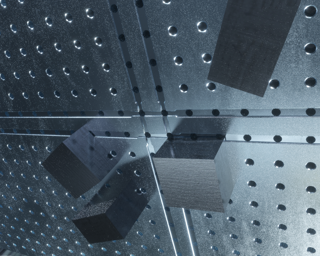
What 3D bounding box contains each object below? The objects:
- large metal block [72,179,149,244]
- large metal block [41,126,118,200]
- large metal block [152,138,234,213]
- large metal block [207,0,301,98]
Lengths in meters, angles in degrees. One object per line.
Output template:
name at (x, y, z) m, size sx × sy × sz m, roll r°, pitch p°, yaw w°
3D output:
large metal block at (-0.079, 0.134, 0.498) m, size 0.080 × 0.080 × 0.050 m, roll -22°, pitch 107°, yaw 36°
large metal block at (-0.129, 0.057, 0.496) m, size 0.080 × 0.050 × 0.080 m, roll 48°, pitch 129°, yaw -6°
large metal block at (0.046, 0.060, 0.407) m, size 0.080 × 0.050 × 0.080 m, roll -1°, pitch 118°, yaw 28°
large metal block at (0.087, -0.085, 0.277) m, size 0.050 × 0.080 × 0.079 m, roll 21°, pitch 126°, yaw 15°
